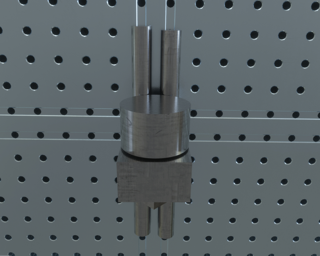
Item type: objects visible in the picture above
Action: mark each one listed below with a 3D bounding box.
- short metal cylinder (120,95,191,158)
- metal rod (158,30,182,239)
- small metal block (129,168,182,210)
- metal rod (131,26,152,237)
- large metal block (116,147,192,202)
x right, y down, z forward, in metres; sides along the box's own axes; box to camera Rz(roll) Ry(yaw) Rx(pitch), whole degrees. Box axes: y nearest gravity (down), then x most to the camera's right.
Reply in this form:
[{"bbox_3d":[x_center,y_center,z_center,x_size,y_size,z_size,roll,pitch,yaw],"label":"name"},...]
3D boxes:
[{"bbox_3d":[-0.006,-0.005,0.360,0.081,0.080,0.050,1,110,-1],"label":"short metal cylinder"},{"bbox_3d":[0.011,0.022,0.423,0.025,0.025,0.298,1,110,-1],"label":"metal rod"},{"bbox_3d":[-0.007,0.075,0.403,0.050,0.050,0.025,-18,118,-42],"label":"small metal block"},{"bbox_3d":[-0.024,0.018,0.421,0.025,0.025,0.298,1,110,-1],"label":"metal rod"},{"bbox_3d":[-0.006,0.046,0.374,0.081,0.080,0.050,0,110,-1],"label":"large metal block"}]
